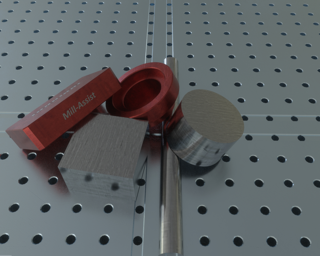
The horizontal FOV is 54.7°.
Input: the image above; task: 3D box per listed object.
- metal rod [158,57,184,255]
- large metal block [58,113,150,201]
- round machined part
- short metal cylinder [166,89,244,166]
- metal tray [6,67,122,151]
[{"bbox_3d":[0.014,0.011,0.399,0.025,0.025,0.300,1,50,1],"label":"metal rod"},{"bbox_3d":[-0.060,0.032,0.364,0.080,0.050,0.080,8,51,6],"label":"large metal block"},{"bbox_3d":[-0.019,-0.038,0.412,0.098,0.042,0.098,-17,46,19],"label":"round machined part"},{"bbox_3d":[0.053,-0.001,0.375,0.081,0.050,0.080,13,48,-15],"label":"short metal cylinder"},{"bbox_3d":[-0.121,-0.025,0.392,0.131,0.030,0.090,-44,24,-30],"label":"metal tray"}]
